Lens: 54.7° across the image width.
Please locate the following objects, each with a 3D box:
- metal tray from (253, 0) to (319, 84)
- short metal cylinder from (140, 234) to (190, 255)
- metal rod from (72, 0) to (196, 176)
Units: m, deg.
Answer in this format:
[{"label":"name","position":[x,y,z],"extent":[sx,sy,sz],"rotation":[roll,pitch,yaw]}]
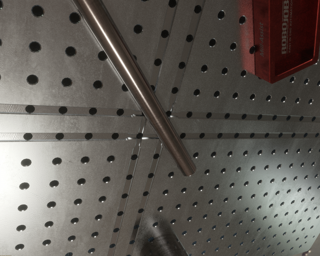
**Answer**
[{"label":"metal tray","position":[0.175,-0.136,0.421],"extent":[0.091,0.030,0.129],"rotation":[-25,128,-13]},{"label":"short metal cylinder","position":[0.010,0.236,0.549],"extent":[0.081,0.050,0.079],"rotation":[-14,125,-21]},{"label":"metal rod","position":[-0.016,-0.035,0.381],"extent":[0.025,0.025,0.299],"rotation":[-36,129,-5]}]
